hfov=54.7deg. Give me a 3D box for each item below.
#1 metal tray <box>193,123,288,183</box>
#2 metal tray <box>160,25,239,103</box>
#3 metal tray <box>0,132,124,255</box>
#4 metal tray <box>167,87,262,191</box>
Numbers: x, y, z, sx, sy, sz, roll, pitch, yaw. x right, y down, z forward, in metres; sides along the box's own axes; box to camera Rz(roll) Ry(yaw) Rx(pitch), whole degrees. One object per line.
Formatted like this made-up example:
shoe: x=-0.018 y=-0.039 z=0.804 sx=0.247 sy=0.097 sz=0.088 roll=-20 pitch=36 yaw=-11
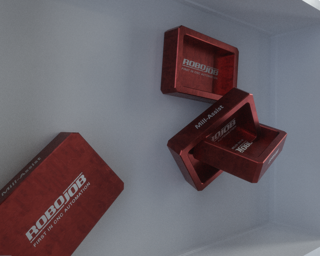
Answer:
metal tray: x=0.117 y=0.023 z=0.439 sx=0.131 sy=0.090 sz=0.030 roll=-26 pitch=131 yaw=-52
metal tray: x=0.062 y=-0.086 z=0.454 sx=0.131 sy=0.030 sz=0.089 roll=6 pitch=86 yaw=-40
metal tray: x=-0.107 y=0.078 z=0.313 sx=0.130 sy=0.030 sz=0.090 roll=-51 pitch=120 yaw=-28
metal tray: x=0.081 y=0.016 z=0.433 sx=0.130 sy=0.030 sz=0.090 roll=-39 pitch=130 yaw=-14
